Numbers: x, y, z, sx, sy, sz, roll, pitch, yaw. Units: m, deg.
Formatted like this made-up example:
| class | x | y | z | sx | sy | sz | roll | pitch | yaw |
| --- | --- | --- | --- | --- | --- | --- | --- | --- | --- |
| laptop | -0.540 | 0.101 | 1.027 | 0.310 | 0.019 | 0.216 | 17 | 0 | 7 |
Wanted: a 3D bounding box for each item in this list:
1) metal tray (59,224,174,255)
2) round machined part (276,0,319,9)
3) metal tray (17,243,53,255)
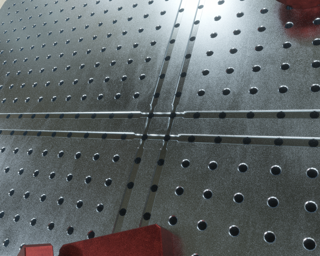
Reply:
| class | x | y | z | sx | sy | sz | roll | pitch | yaw |
| --- | --- | --- | --- | --- | --- | --- | --- | --- | --- |
| metal tray | -0.049 | 0.163 | 0.331 | 0.130 | 0.030 | 0.090 | -18 | 55 | 17 |
| round machined part | 0.198 | -0.200 | 0.416 | 0.098 | 0.042 | 0.098 | -13 | 57 | 21 |
| metal tray | -0.137 | 0.203 | 0.325 | 0.090 | 0.030 | 0.130 | -51 | 44 | 33 |
